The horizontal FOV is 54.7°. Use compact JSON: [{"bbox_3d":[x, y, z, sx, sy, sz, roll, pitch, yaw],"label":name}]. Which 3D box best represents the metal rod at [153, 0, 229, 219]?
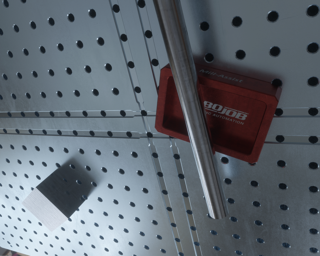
[{"bbox_3d":[0.036,-0.022,0.338,0.025,0.025,0.298,-3,117,29],"label":"metal rod"}]

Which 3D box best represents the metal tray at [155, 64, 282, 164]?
[{"bbox_3d":[0.062,-0.020,0.362,0.130,0.030,0.089,18,126,17],"label":"metal tray"}]

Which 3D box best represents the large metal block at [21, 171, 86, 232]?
[{"bbox_3d":[-0.203,0.140,0.589,0.080,0.050,0.080,46,129,-4],"label":"large metal block"}]
